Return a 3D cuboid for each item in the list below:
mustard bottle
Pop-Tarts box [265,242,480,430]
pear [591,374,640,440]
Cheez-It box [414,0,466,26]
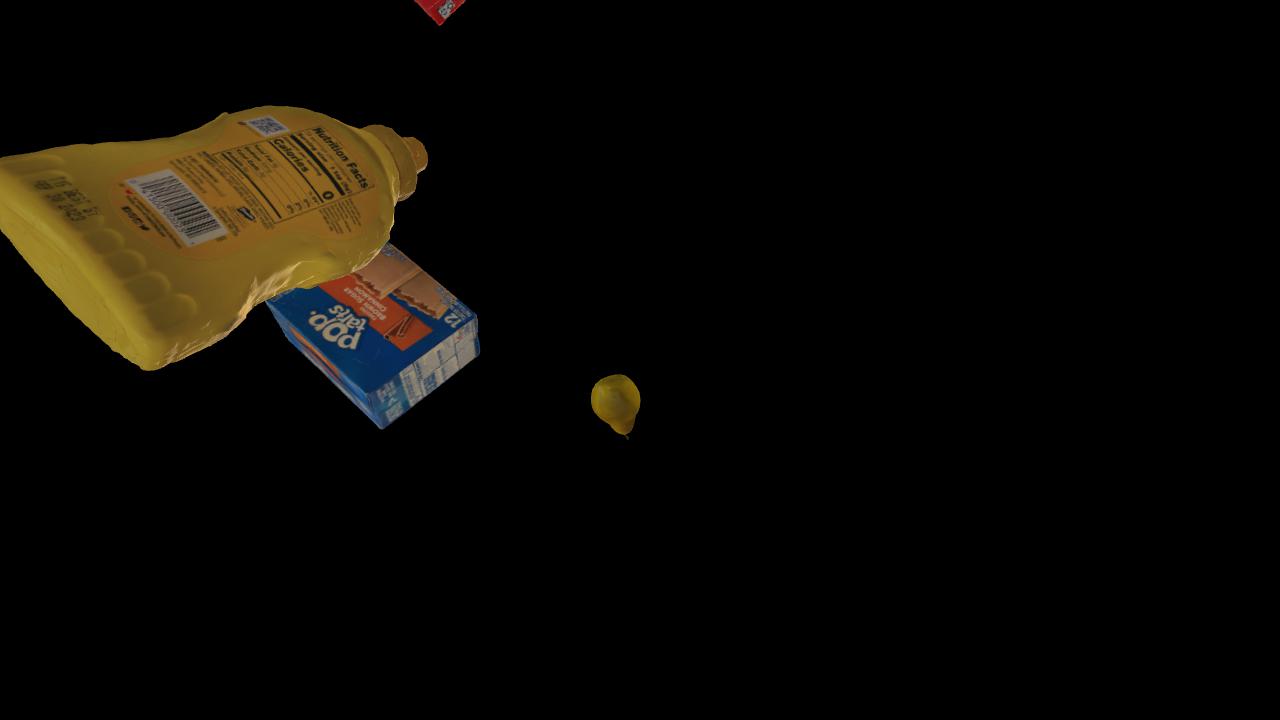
[{"bbox_3d":[-0.172,-0.077,0.296,0.054,0.092,0.184,-41,5,43],"label":"mustard bottle"},{"bbox_3d":[-0.284,-0.036,0.670,0.167,0.141,0.083,38,-30,16],"label":"Pop-Tarts box"},{"bbox_3d":[-0.033,0.081,0.935,0.080,0.111,0.080,-12,17,4],"label":"pear"},{"bbox_3d":[-0.216,-0.475,0.614,0.166,0.223,0.071,-40,-14,8],"label":"Cheez-It box"}]
